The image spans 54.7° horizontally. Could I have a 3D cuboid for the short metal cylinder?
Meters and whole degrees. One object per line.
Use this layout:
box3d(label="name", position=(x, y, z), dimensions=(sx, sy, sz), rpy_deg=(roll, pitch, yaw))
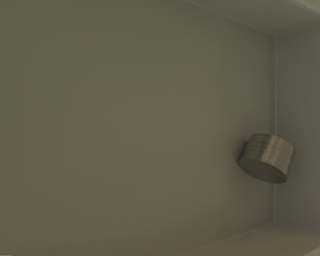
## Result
box3d(label="short metal cylinder", position=(0.180, 0.052, 0.522), dimensions=(0.080, 0.080, 0.050), rpy_deg=(43, 64, -32))
